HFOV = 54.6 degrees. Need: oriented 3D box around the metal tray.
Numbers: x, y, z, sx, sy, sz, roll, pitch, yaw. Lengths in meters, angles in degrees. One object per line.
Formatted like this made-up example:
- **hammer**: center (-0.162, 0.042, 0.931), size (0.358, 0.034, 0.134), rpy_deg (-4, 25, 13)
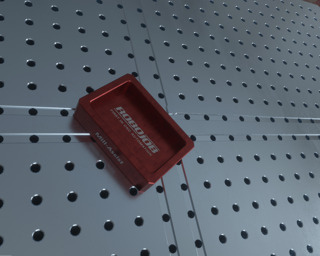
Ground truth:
- **metal tray**: center (-0.030, 0.002, 0.386), size (0.130, 0.030, 0.091), rpy_deg (48, 51, 6)
